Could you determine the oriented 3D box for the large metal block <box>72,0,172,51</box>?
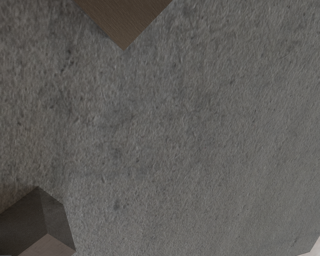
[{"bbox_3d":[-0.040,-0.134,0.287,0.080,0.050,0.080,-46,130,3],"label":"large metal block"}]

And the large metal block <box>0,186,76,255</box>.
[{"bbox_3d":[-0.156,0.131,0.368,0.080,0.080,0.050,-37,130,-4],"label":"large metal block"}]
